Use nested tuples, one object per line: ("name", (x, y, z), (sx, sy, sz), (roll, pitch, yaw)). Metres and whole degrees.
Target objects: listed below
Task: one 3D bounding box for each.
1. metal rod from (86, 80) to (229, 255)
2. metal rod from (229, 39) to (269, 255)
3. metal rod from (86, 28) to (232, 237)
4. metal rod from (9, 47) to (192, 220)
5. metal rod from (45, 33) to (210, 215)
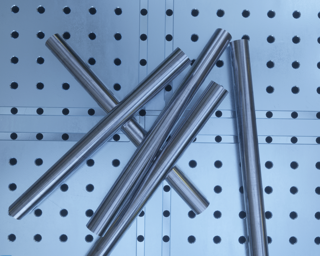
("metal rod", (-0.014, 0.071, 0.391), (0.025, 0.025, 0.299), (35, 98, -1))
("metal rod", (0.120, 0.033, 0.415), (0.025, 0.025, 0.298), (-6, 90, -1))
("metal rod", (0.004, -0.001, 0.392), (0.025, 0.025, 0.300), (33, 81, -1))
("metal rod", (-0.080, 0.012, 0.391), (0.300, 0.025, 0.025), (-42, 91, 8))
("metal rod", (-0.042, -0.005, 0.412), (0.025, 0.025, 0.300), (-42, 91, 0))
